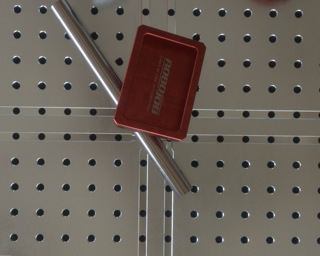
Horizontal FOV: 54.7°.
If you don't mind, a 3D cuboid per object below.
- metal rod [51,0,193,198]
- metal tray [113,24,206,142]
[{"bbox_3d":[-0.050,-0.038,0.412,0.025,0.025,0.299,-34,90,0],"label":"metal rod"},{"bbox_3d":[0.000,-0.055,0.394,0.091,0.030,0.129,15,81,-8],"label":"metal tray"}]
